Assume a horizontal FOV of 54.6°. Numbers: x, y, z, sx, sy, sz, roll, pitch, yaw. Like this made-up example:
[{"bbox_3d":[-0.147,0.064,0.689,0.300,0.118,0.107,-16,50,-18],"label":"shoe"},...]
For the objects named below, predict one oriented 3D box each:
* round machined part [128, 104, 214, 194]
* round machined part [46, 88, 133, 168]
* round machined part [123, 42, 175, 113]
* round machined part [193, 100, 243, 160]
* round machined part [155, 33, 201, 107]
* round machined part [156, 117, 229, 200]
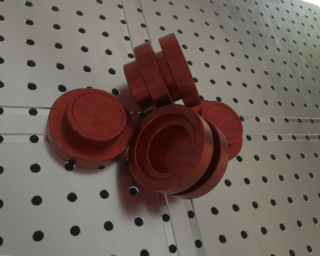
[{"bbox_3d":[0.015,0.026,0.347,0.042,0.098,0.098,34,43,-48],"label":"round machined part"},{"bbox_3d":[-0.077,-0.006,0.359,0.099,0.042,0.098,13,56,-21],"label":"round machined part"},{"bbox_3d":[-0.015,-0.058,0.403,0.042,0.098,0.098,-22,68,6],"label":"round machined part"},{"bbox_3d":[0.077,0.001,0.438,0.099,0.042,0.098,13,56,-21],"label":"round machined part"},{"bbox_3d":[0.016,-0.069,0.403,0.042,0.098,0.098,-22,68,6],"label":"round machined part"},{"bbox_3d":[0.037,0.037,0.370,0.042,0.098,0.098,35,43,-48],"label":"round machined part"}]
